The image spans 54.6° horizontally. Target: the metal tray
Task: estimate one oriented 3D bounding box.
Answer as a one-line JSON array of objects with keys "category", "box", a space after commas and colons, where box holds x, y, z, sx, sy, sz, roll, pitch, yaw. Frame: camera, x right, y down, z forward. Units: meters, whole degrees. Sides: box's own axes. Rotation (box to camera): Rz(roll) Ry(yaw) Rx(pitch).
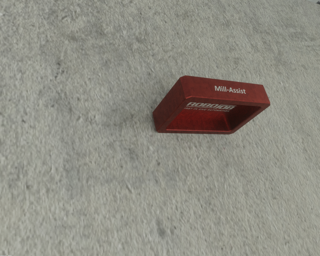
[{"category": "metal tray", "box": [0.067, -0.026, 0.413, 0.131, 0.090, 0.030, 2, 61, -27]}]
